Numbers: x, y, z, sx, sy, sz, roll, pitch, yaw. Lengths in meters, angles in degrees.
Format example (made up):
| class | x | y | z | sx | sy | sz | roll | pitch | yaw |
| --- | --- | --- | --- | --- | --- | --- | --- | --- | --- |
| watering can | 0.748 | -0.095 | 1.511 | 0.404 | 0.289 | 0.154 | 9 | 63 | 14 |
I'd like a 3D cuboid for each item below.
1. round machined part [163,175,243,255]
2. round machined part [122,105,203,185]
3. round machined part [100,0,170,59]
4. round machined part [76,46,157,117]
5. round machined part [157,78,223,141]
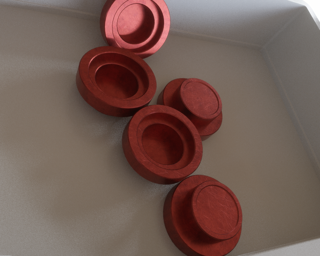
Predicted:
| class | x | y | z | sx | sy | sz | roll | pitch | yaw |
| --- | --- | --- | --- | --- | --- | --- | --- | --- | --- |
| round machined part | 0.057 | 0.101 | 0.366 | 0.099 | 0.042 | 0.098 | 14 | 56 | -21 |
| round machined part | 0.000 | 0.023 | 0.382 | 0.099 | 0.042 | 0.098 | 13 | 57 | -21 |
| round machined part | -0.038 | -0.151 | 0.441 | 0.099 | 0.097 | 0.042 | -2 | 32 | -30 |
| round machined part | -0.058 | -0.054 | 0.396 | 0.099 | 0.042 | 0.098 | 13 | 54 | -18 |
| round machined part | 0.049 | -0.032 | 0.443 | 0.099 | 0.042 | 0.098 | 14 | 56 | -21 |
